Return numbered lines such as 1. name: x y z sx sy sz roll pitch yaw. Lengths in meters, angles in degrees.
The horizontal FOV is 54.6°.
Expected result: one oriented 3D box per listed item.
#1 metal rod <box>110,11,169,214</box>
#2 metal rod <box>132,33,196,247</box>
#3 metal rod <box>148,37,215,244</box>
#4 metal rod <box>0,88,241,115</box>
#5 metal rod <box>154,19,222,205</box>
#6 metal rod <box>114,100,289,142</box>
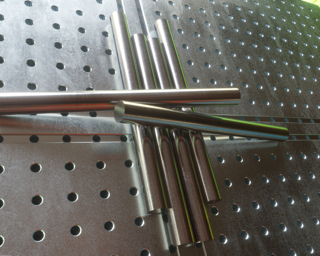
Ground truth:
1. metal rod: -0.033 -0.038 0.412 0.025 0.025 0.299 1 61 -28
2. metal rod: -0.003 -0.003 0.406 0.025 0.025 0.299 1 61 -28
3. metal rod: 0.020 -0.001 0.420 0.025 0.025 0.299 1 61 -28
4. metal rod: -0.037 -0.034 0.379 0.302 0.025 0.025 -4 63 -20
5. metal rod: 0.033 -0.040 0.449 0.025 0.025 0.299 1 61 -28
6. metal rod: 0.079 -0.004 0.426 0.302 0.025 0.025 7 59 -35
